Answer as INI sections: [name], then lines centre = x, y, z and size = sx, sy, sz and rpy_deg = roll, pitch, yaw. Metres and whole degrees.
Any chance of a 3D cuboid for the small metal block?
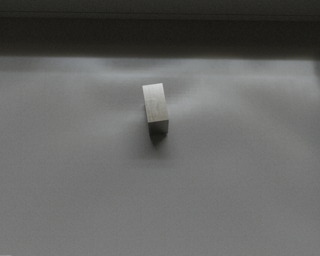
[small metal block]
centre = -0.006, -0.023, 0.401
size = 0.025, 0.050, 0.050
rpy_deg = -8, 70, -3
